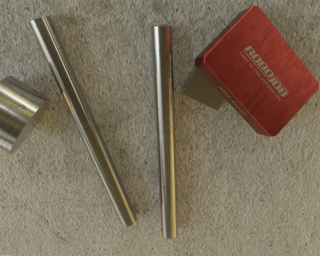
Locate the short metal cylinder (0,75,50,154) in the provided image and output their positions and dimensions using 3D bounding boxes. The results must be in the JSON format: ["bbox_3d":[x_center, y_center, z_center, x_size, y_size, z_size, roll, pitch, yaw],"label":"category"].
[{"bbox_3d":[-0.178,-0.016,0.373,0.050,0.080,0.080,34,106,-12],"label":"short metal cylinder"}]

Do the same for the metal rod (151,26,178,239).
[{"bbox_3d":[0.009,0.019,0.416,0.025,0.025,0.298,-2,110,1],"label":"metal rod"}]

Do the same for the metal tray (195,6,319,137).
[{"bbox_3d":[0.117,-0.064,0.369,0.130,0.030,0.090,45,85,-15],"label":"metal tray"}]

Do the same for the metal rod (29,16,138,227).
[{"bbox_3d":[-0.093,0.005,0.410,0.025,0.025,0.298,-18,109,6],"label":"metal rod"}]

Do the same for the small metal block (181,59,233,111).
[{"bbox_3d":[0.061,-0.057,0.389,0.050,0.025,0.050,25,108,-9],"label":"small metal block"}]
